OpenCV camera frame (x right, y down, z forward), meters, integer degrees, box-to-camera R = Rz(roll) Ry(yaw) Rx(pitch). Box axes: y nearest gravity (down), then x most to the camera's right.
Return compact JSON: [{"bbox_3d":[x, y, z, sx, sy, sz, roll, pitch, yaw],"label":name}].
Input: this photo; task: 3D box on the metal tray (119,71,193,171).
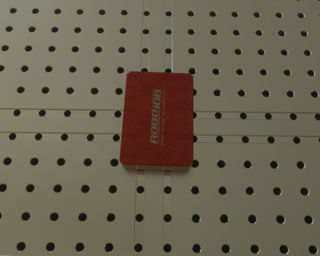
[{"bbox_3d":[-0.002,-0.010,0.412,0.091,0.030,0.130,2,70,0],"label":"metal tray"}]
